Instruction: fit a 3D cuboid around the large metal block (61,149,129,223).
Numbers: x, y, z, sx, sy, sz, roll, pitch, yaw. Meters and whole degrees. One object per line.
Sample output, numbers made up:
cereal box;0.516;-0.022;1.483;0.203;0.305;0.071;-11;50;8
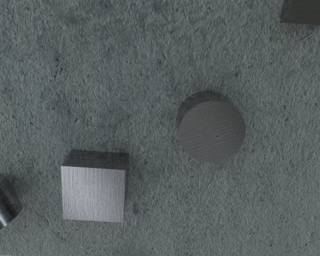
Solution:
large metal block;-0.086;0.079;0.425;0.081;0.050;0.079;4;110;-2

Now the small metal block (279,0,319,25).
small metal block;0.172;-0.146;0.357;0.050;0.025;0.050;3;110;-2

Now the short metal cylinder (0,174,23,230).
short metal cylinder;-0.237;0.105;0.417;0.080;0.080;0.050;-19;109;7

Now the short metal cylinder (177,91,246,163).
short metal cylinder;0.063;-0.003;0.396;0.081;0.050;0.079;0;110;0
